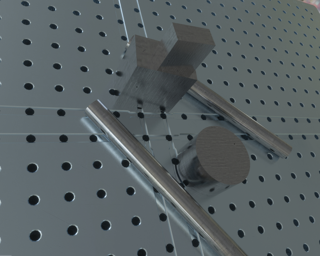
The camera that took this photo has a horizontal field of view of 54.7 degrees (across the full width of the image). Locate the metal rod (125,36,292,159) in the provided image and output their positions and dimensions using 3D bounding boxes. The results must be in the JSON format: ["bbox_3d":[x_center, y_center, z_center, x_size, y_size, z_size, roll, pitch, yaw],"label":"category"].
[{"bbox_3d":[0.079,-0.045,0.479,0.301,0.025,0.025,34,51,-6],"label":"metal rod"}]

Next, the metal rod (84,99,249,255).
[{"bbox_3d":[0.020,0.081,0.370,0.300,0.025,0.025,46,51,4],"label":"metal rod"}]

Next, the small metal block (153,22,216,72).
[{"bbox_3d":[0.028,-0.092,0.362,0.050,0.050,0.025,0,62,-29],"label":"small metal block"}]

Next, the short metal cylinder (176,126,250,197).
[{"bbox_3d":[0.069,0.044,0.404,0.081,0.050,0.080,14,56,-21],"label":"short metal cylinder"}]

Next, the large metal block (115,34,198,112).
[{"bbox_3d":[-0.009,-0.068,0.411,0.081,0.080,0.050,8,58,-24],"label":"large metal block"}]
